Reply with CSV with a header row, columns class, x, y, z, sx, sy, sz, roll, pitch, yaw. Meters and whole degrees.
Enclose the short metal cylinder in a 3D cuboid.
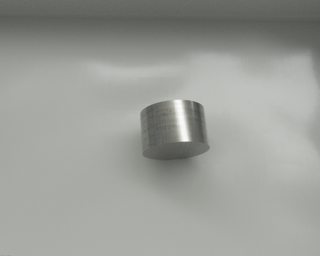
class,x,y,z,sx,sy,sz,roll,pitch,yaw
short metal cylinder,0.017,0.005,0.379,0.081,0.080,0.050,-4,70,-2
